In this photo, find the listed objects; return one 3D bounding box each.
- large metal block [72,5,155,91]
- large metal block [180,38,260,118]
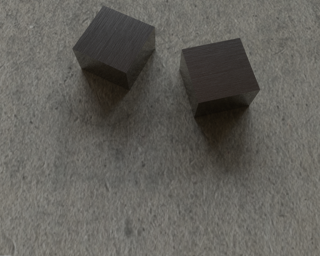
[{"bbox_3d":[-0.061,-0.112,0.435,0.080,0.050,0.080,26,72,8],"label":"large metal block"},{"bbox_3d":[0.077,-0.067,0.420,0.081,0.050,0.080,-13,71,-5],"label":"large metal block"}]
